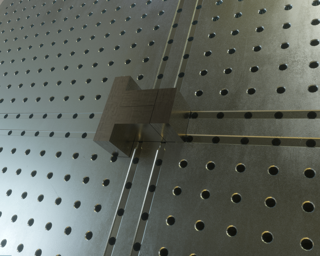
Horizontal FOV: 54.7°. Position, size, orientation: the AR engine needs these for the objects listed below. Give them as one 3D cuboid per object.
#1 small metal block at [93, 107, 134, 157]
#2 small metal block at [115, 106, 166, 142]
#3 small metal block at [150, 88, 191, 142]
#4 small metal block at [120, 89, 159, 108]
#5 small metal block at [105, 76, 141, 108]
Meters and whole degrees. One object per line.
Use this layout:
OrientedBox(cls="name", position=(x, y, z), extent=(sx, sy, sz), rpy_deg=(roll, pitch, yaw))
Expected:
OrientedBox(cls="small metal block", position=(-0.058, 0.006, 0.416), extent=(0.025, 0.050, 0.050), rpy_deg=(0, 62, 28))
OrientedBox(cls="small metal block", position=(-0.022, -0.005, 0.404), extent=(0.050, 0.050, 0.025), rpy_deg=(0, 62, 28))
OrientedBox(cls="small metal block", position=(0.015, -0.016, 0.392), extent=(0.025, 0.050, 0.050), rpy_deg=(0, 62, 28))
OrientedBox(cls="small metal block", position=(-0.016, -0.027, 0.415), extent=(0.050, 0.050, 0.025), rpy_deg=(0, 62, 28))
OrientedBox(cls="small metal block", position=(-0.047, -0.038, 0.438), extent=(0.025, 0.050, 0.050), rpy_deg=(0, 62, 28))
